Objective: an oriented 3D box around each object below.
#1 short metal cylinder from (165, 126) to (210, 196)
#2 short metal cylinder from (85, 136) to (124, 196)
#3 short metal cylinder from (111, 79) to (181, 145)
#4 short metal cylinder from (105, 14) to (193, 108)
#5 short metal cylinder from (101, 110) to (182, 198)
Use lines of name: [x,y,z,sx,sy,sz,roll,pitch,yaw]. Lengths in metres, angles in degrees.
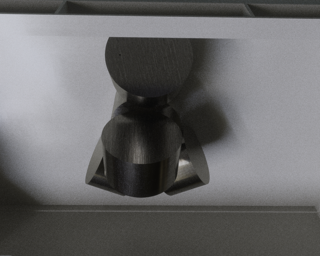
short metal cylinder: [0.026,0.043,0.408,0.050,0.080,0.080,-22,127,18]
short metal cylinder: [-0.058,0.043,0.406,0.050,0.080,0.080,23,126,-18]
short metal cylinder: [-0.016,-0.018,0.373,0.081,0.050,0.079,0,130,0]
short metal cylinder: [-0.011,-0.064,0.308,0.081,0.080,0.050,3,173,-3]
short metal cylinder: [-0.019,0.025,0.326,0.081,0.080,0.050,2,130,-2]
